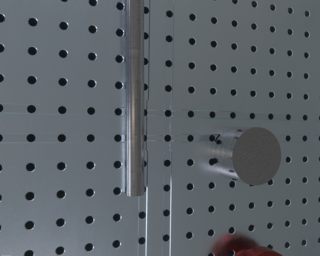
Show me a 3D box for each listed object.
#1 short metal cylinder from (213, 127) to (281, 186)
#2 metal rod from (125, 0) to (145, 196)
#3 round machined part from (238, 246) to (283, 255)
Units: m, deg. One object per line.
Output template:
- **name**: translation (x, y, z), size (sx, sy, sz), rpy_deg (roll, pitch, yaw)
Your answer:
- **short metal cylinder**: translation (0.125, 0.039, 0.446), size (0.081, 0.050, 0.079), rpy_deg (0, 90, -20)
- **metal rod**: translation (-0.033, -0.063, 0.400), size (0.025, 0.025, 0.298), rpy_deg (0, 90, -20)
- **round machined part**: translation (0.142, 0.223, 0.457), size (0.099, 0.042, 0.097), rpy_deg (0, 90, -20)
